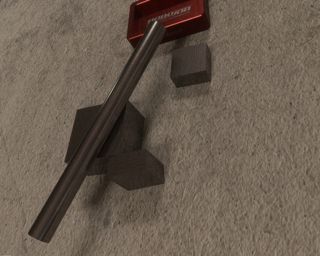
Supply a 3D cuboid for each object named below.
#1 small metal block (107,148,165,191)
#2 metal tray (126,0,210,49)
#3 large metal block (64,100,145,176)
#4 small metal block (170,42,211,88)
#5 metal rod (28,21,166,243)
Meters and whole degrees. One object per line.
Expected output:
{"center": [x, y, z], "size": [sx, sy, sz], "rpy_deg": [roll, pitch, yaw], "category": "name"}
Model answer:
{"center": [-0.028, 0.051, 0.370], "size": [0.050, 0.050, 0.025], "rpy_deg": [-15, 56, 19], "category": "small metal block"}
{"center": [0.013, -0.184, 0.505], "size": [0.130, 0.030, 0.090], "rpy_deg": [-12, 57, 21], "category": "metal tray"}
{"center": [-0.071, 0.015, 0.415], "size": [0.080, 0.050, 0.080], "rpy_deg": [-9, 58, 23], "category": "large metal block"}
{"center": [0.044, -0.088, 0.434], "size": [0.050, 0.025, 0.050], "rpy_deg": [-8, 58, 23], "category": "small metal block"}
{"center": [-0.067, -0.009, 0.378], "size": [0.025, 0.025, 0.300], "rpy_deg": [15, 69, 33], "category": "metal rod"}
